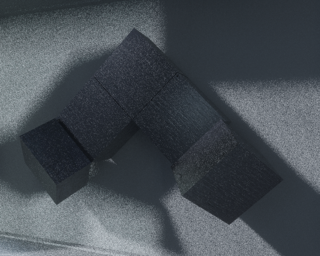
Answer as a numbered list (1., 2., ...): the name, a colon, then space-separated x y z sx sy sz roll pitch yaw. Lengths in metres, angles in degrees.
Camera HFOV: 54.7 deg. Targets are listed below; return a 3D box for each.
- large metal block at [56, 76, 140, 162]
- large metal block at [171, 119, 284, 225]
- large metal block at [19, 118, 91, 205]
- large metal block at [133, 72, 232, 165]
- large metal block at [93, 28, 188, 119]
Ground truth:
1. large metal block: -0.079 -0.012 0.423 0.080 0.050 0.080 -46 76 14
2. large metal block: 0.073 0.050 0.347 0.080 0.050 0.080 36 106 -29
3. large metal block: -0.142 0.047 0.423 0.080 0.050 0.080 48 147 13
4. large metal block: 0.028 -0.009 0.385 0.080 0.050 0.080 -46 76 14
5. large metal block: -0.024 -0.067 0.404 0.080 0.050 0.080 -46 76 14
